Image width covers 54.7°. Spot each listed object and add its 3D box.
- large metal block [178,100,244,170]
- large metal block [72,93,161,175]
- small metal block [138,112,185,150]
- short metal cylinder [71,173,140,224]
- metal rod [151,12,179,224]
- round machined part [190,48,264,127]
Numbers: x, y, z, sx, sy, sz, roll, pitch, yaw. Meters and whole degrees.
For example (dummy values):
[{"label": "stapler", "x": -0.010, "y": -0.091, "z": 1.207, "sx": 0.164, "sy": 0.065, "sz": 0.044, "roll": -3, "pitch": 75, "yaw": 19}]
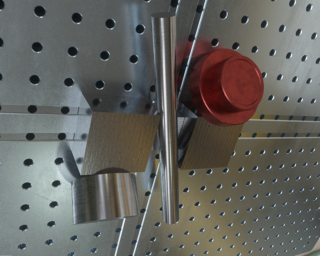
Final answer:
[{"label": "large metal block", "x": 0.062, "y": 0.010, "z": 0.436, "sx": 0.081, "sy": 0.050, "sz": 0.079, "roll": 1, "pitch": 118, "yaw": -29}, {"label": "large metal block", "x": -0.054, "y": 0.007, "z": 0.371, "sx": 0.081, "sy": 0.050, "sz": 0.079, "roll": 2, "pitch": 118, "yaw": -30}, {"label": "small metal block", "x": -0.001, "y": 0.002, "z": 0.413, "sx": 0.050, "sy": 0.025, "sz": 0.050, "roll": 1, "pitch": 118, "yaw": -29}, {"label": "short metal cylinder", "x": -0.068, "y": 0.089, "z": 0.385, "sx": 0.081, "sy": 0.050, "sz": 0.080, "roll": -8, "pitch": 163, "yaw": -2}, {"label": "metal rod", "x": 0.010, "y": 0.012, "z": 0.390, "sx": 0.025, "sy": 0.025, "sz": 0.298, "roll": -16, "pitch": 125, "yaw": -19}, {"label": "round machined part", "x": 0.090, "y": -0.052, "z": 0.385, "sx": 0.099, "sy": 0.042, "sz": 0.097, "roll": 4, "pitch": 81, "yaw": -28}]
